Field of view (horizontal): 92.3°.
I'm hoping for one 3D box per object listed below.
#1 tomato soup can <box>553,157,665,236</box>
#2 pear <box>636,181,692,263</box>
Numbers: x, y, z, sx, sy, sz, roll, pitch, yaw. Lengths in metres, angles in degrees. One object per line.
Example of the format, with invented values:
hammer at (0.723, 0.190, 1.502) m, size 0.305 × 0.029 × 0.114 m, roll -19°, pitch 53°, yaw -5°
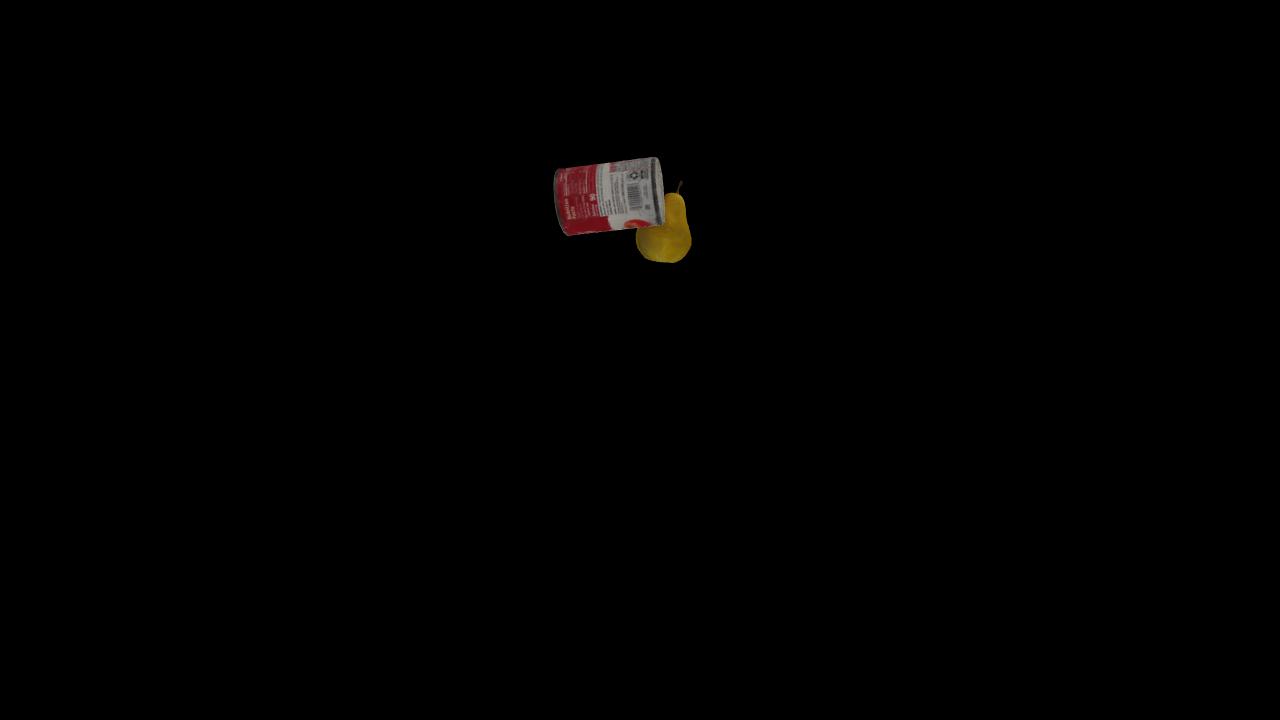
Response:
tomato soup can at (-0.028, -0.164, 0.615) m, size 0.101 × 0.068 × 0.068 m, roll -5°, pitch -1°, yaw 10°
pear at (0.038, -0.191, 0.845) m, size 0.080 × 0.111 × 0.080 m, roll 9°, pitch 17°, yaw -3°
